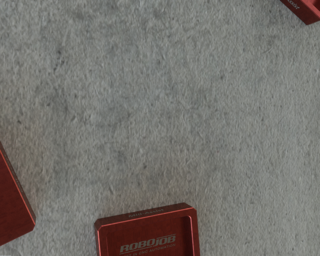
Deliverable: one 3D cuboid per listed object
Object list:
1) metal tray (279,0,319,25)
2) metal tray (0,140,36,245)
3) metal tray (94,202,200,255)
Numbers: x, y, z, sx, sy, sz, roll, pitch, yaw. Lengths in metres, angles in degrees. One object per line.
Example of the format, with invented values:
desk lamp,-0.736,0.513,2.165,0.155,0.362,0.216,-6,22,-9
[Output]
metal tray,0.221,-0.239,0.489,0.130,0.030,0.090,33,79,-18
metal tray,-0.203,0.068,0.332,0.091,0.030,0.129,-24,98,-19
metal tray,-0.014,0.154,0.402,0.131,0.030,0.089,-6,92,-20
